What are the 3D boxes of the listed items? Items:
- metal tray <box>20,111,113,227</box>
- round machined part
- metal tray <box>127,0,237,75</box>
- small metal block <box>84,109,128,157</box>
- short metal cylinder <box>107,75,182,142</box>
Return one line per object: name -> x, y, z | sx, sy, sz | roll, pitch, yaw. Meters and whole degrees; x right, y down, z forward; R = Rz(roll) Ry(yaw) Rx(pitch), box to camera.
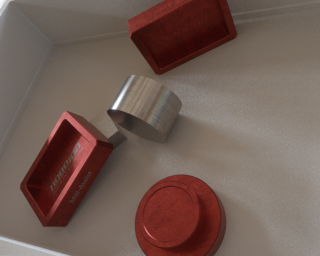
metal tray -> -0.128, 0.053, 0.413 | 0.090, 0.030, 0.130 | 36, 97, 38
round machined part -> 0.016, 0.095, 0.327 | 0.098, 0.042, 0.098 | -13, 56, 20
metal tray -> 0.032, -0.137, 0.429 | 0.130, 0.090, 0.030 | -24, 53, 13
small metal block -> -0.082, 0.009, 0.442 | 0.050, 0.025, 0.050 | -38, 51, 2
short metal cylinder -> -0.019, -0.023, 0.393 | 0.080, 0.080, 0.050 | 15, 70, 34
